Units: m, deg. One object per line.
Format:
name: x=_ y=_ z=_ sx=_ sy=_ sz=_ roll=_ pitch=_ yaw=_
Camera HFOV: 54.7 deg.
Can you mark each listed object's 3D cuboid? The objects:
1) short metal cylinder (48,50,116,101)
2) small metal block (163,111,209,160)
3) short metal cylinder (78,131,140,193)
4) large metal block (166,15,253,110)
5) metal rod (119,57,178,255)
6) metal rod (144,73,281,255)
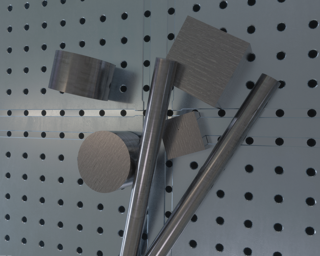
short metal cylinder: x=-0.105 y=-0.070 z=0.420 sx=0.080 sy=0.080 sz=0.050 roll=15 pitch=95 yaw=19
small metal block: x=0.031 y=0.010 z=0.402 sx=0.050 sy=0.025 sz=0.050 roll=-17 pitch=84 yaw=19
short metal cylinder: x=-0.063 y=0.043 z=0.418 sx=0.080 sy=0.050 sz=0.080 roll=0 pitch=89 yaw=24
large metal block: x=0.055 y=-0.078 z=0.380 sx=0.080 sy=0.050 sz=0.080 roll=31 pitch=100 yaw=17
metal rod: x=-0.020 y=0.063 z=0.391 sx=0.025 sy=0.025 sz=0.298 roll=17 pitch=106 yaw=19
metal rod: x=0.056 y=0.068 z=0.392 sx=0.025 sy=0.025 sz=0.299 roll=34 pitch=101 yaw=16
